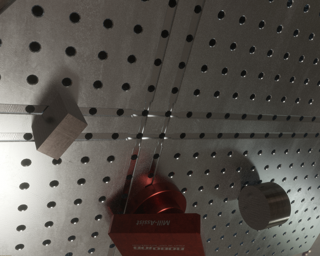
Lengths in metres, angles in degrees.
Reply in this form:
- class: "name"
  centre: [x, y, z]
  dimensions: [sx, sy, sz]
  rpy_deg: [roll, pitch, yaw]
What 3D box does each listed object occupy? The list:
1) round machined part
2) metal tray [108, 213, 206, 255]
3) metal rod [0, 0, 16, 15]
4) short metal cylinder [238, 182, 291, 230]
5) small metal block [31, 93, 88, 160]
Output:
- class: "round machined part"
  centre: [-0.001, 0.138, 0.487]
  dimensions: [0.099, 0.042, 0.097]
  rpy_deg: [-14, 125, -21]
- class: "metal tray"
  centre: [-0.001, 0.164, 0.462]
  dimensions: [0.131, 0.030, 0.090]
  rpy_deg: [-4, 134, 11]
- class: "metal rod"
  centre: [-0.066, -0.180, 0.264]
  dimensions: [0.300, 0.025, 0.025]
  rpy_deg: [-42, 130, 0]
- class: "short metal cylinder"
  centre: [0.191, 0.143, 0.572]
  dimensions: [0.050, 0.080, 0.079]
  rpy_deg: [-4, 120, -27]
- class: "small metal block"
  centre: [-0.110, -0.002, 0.335]
  dimensions: [0.050, 0.050, 0.025]
  rpy_deg: [-48, 129, 6]
